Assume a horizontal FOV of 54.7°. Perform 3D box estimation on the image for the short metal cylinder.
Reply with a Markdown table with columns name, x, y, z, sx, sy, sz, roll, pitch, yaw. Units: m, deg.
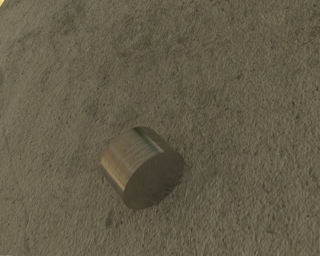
| name | x | y | z | sx | sy | sz | roll | pitch | yaw |
| --- | --- | --- | --- | --- | --- | --- | --- | --- | --- |
| short metal cylinder | -0.019 | 0.045 | 0.351 | 0.080 | 0.080 | 0.050 | -46 | 51 | -3 |
